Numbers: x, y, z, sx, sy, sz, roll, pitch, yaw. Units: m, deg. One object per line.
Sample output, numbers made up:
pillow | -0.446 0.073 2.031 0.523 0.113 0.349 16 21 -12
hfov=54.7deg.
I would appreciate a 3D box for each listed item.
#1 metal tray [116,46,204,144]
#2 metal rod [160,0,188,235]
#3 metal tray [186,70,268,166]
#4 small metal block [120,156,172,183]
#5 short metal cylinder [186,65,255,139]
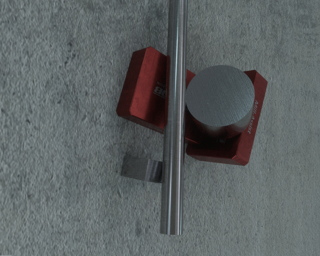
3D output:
metal tray | 0.013 -0.039 0.415 0.131 0.030 0.090 23 75 -38
metal rod | 0.019 -0.030 0.373 0.025 0.025 0.299 14 72 -40
metal tray | 0.095 -0.015 0.446 0.030 0.090 0.130 29 72 -37
small metal block | -0.012 0.052 0.381 0.050 0.050 0.025 16 80 -39
short metal cylinder | 0.076 -0.031 0.388 0.050 0.080 0.080 54 51 -66
